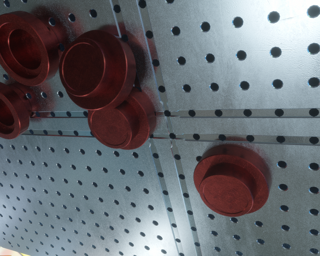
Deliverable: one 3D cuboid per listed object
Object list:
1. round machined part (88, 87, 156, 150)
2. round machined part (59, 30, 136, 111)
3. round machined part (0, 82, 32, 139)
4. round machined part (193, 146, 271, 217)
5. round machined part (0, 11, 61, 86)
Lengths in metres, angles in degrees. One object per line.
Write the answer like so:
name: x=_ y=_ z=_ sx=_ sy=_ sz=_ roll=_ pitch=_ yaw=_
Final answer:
round machined part: x=-0.059 y=-0.011 z=0.425 sx=0.098 sy=0.042 sz=0.097 roll=13 pitch=124 yaw=21
round machined part: x=-0.082 y=-0.070 z=0.375 sx=0.098 sy=0.042 sz=0.097 roll=0 pitch=90 yaw=26
round machined part: x=-0.255 y=-0.033 z=0.516 sx=0.098 sy=0.042 sz=0.097 roll=13 pitch=124 yaw=21
round machined part: x=0.089 y=0.075 z=0.400 sx=0.098 sy=0.042 sz=0.097 roll=13 pitch=124 yaw=21
round machined part: x=-0.178 y=-0.111 z=0.427 sx=0.098 sy=0.042 sz=0.097 roll=13 pitch=124 yaw=21
